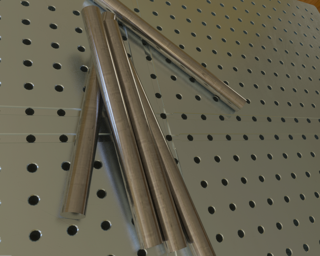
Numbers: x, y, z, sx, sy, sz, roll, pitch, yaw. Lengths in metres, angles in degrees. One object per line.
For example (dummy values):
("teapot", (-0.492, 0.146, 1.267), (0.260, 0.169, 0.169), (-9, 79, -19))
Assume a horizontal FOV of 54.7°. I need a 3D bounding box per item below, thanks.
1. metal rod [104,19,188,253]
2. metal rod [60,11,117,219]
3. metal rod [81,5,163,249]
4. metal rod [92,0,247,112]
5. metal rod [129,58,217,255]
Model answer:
("metal rod", (-0.026, -0.004, 0.380), (0.025, 0.025, 0.299), (-8, 71, -32))
("metal rod", (-0.082, -0.039, 0.388), (0.025, 0.025, 0.299), (15, 55, -20))
("metal rod", (-0.050, -0.013, 0.367), (0.025, 0.025, 0.299), (-7, 73, -32))
("metal rod", (0.013, -0.126, 0.493), (0.301, 0.025, 0.025), (37, 51, -4))
("metal rod", (0.004, 0.038, 0.388), (0.025, 0.025, 0.299), (-10, 67, -33))
